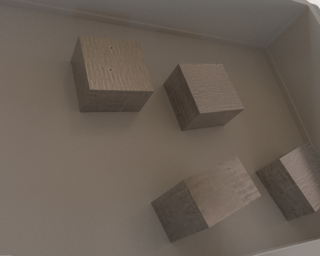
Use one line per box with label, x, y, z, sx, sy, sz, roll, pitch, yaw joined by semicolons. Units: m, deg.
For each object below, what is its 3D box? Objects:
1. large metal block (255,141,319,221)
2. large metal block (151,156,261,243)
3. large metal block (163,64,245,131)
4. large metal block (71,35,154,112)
large metal block;0.201;0.076;0.452;0.081;0.050;0.080;-20;73;-36
large metal block;0.049;0.080;0.348;0.081;0.080;0.050;-17;71;-35
large metal block;0.062;-0.046;0.451;0.081;0.050;0.080;-7;65;-31
large metal block;-0.063;-0.067;0.397;0.081;0.050;0.080;-2;63;-29
